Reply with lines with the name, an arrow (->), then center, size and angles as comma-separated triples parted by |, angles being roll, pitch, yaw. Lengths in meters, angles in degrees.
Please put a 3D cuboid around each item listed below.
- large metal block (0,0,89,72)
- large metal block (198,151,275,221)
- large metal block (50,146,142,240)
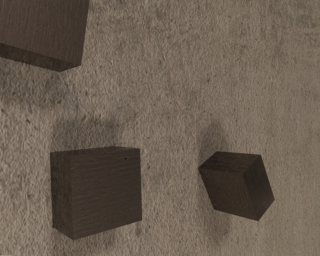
large metal block -> -0.118, -0.104, 0.291 | 0.081, 0.050, 0.080 | 10, 84, -40
large metal block -> 0.115, 0.085, 0.468 | 0.050, 0.080, 0.080 | -35, 112, -35
large metal block -> -0.068, 0.064, 0.333 | 0.081, 0.050, 0.079 | -3, 92, -40
